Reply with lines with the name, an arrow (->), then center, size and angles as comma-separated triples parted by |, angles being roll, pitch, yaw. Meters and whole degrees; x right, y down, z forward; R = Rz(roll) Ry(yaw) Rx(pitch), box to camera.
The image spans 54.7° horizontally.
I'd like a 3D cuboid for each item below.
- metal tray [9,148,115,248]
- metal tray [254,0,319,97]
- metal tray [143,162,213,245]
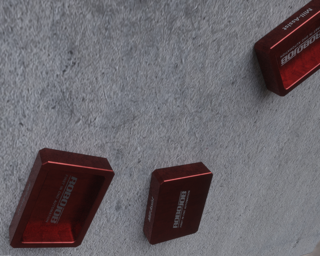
metal tray -> -0.125, 0.093, 0.392 | 0.091, 0.030, 0.129 | 15, 111, -34
metal tray -> 0.204, -0.117, 0.441 | 0.130, 0.030, 0.090 | -37, 129, -3
metal tray -> 0.027, 0.120, 0.493 | 0.091, 0.030, 0.129 | -6, 121, -26
